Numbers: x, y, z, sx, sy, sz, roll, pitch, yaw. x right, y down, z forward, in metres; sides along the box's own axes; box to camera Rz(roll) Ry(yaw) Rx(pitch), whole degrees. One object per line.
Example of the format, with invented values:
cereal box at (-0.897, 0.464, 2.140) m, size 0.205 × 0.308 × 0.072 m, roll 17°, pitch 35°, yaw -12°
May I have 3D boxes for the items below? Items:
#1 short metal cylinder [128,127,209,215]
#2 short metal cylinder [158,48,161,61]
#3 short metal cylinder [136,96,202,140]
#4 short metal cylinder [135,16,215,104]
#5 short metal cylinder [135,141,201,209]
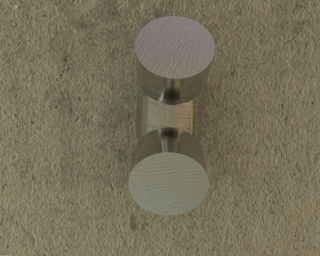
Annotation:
short metal cylinder at (0.009, 0.046, 0.332) m, size 0.080 × 0.050 × 0.079 m, roll 0°, pitch 118°, yaw 1°
short metal cylinder at (0.012, -0.077, 0.399) m, size 0.081 × 0.050 × 0.080 m, roll 0°, pitch 90°, yaw 0°
short metal cylinder at (0.012, -0.011, 0.384) m, size 0.081 × 0.080 × 0.050 m, roll 2°, pitch 90°, yaw 0°
short metal cylinder at (0.015, -0.072, 0.334) m, size 0.081 × 0.050 × 0.080 m, roll 1°, pitch 65°, yaw -1°
short metal cylinder at (0.010, 0.058, 0.399) m, size 0.081 × 0.050 × 0.080 m, roll 0°, pitch 90°, yaw 0°
